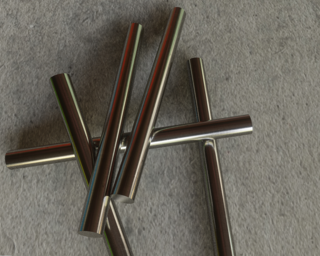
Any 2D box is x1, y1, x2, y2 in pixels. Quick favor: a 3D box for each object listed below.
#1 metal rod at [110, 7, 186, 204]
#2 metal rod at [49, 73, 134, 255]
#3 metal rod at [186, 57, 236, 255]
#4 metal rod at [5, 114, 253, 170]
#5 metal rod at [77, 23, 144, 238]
[{"bbox_3d":[-0.005,-0.051,0.394,0.025,0.025,0.300,12,58,4],"label":"metal rod"},{"bbox_3d":[-0.068,0.077,0.352,0.025,0.025,0.299,-20,81,-8],"label":"metal rod"},{"bbox_3d":[0.064,0.046,0.392,0.025,0.025,0.299,-5,70,-2],"label":"metal rod"},{"bbox_3d":[-0.040,0.018,0.384,0.302,0.025,0.025,-9,70,3],"label":"metal rod"},{"bbox_3d":[-0.052,-0.022,0.381,0.025,0.025,0.300,6,57,2],"label":"metal rod"}]
